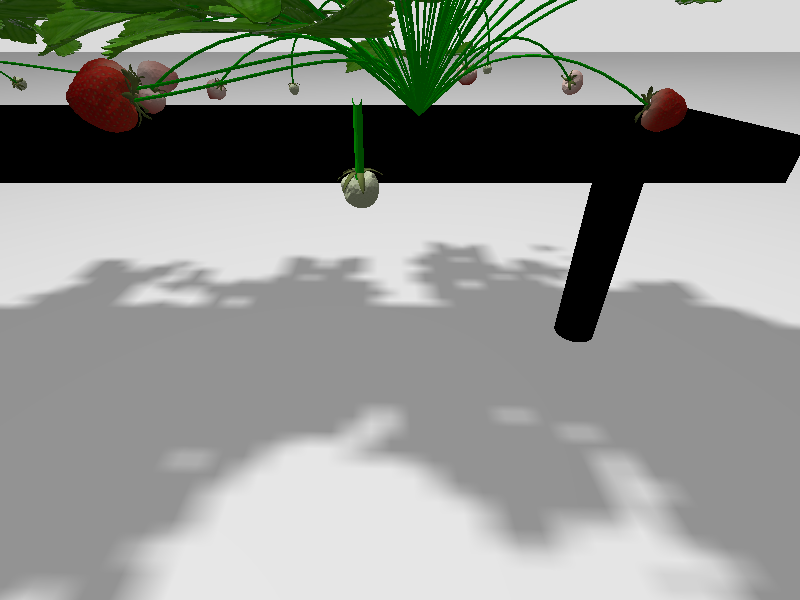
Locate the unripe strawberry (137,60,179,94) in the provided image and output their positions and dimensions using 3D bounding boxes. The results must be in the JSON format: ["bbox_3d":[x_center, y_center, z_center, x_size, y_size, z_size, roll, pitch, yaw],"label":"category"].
[{"bbox_3d":[-0.251,-0.230,0.416,0.037,0.032,0.037,-20,38,-28],"label":"unripe strawberry"}]

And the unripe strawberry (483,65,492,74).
[{"bbox_3d":[0.105,-0.278,0.483,0.011,0.010,0.010,13,35,20],"label":"unripe strawberry"}]

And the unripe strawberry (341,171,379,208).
[{"bbox_3d":[-0.011,-0.031,0.112,0.011,0.010,0.010,3,33,5],"label":"unripe strawberry"}]

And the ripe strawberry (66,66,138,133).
[{"bbox_3d":[-0.187,-0.126,0.252,0.035,0.037,0.033,-11,35,-16],"label":"ripe strawberry"}]

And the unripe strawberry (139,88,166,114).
[{"bbox_3d":[-0.199,-0.160,0.321,0.020,0.019,0.018,27,30,-15],"label":"unripe strawberry"}]

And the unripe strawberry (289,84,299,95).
[{"bbox_3d":[-0.112,-0.224,0.425,0.011,0.011,0.010,-28,43,-36],"label":"unripe strawberry"}]

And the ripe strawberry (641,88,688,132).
[{"bbox_3d":[0.167,-0.119,0.253,0.024,0.025,0.022,26,39,13],"label":"ripe strawberry"}]

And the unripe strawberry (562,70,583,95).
[{"bbox_3d":[0.186,-0.231,0.427,0.022,0.023,0.021,-6,30,-41],"label":"unripe strawberry"}]

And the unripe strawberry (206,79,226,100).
[{"bbox_3d":[-0.183,-0.208,0.398,0.019,0.019,0.018,-22,17,38],"label":"unripe strawberry"}]

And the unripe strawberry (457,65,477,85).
[{"bbox_3d":[0.086,-0.288,0.514,0.027,0.024,0.024,9,-13,14],"label":"unripe strawberry"}]

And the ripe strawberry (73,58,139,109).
[{"bbox_3d":[-0.230,-0.163,0.311,0.042,0.041,0.039,-1,33,0],"label":"ripe strawberry"}]

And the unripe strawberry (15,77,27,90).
[{"bbox_3d":[-0.454,-0.259,0.480,0.013,0.014,0.014,-3,21,-5],"label":"unripe strawberry"}]
